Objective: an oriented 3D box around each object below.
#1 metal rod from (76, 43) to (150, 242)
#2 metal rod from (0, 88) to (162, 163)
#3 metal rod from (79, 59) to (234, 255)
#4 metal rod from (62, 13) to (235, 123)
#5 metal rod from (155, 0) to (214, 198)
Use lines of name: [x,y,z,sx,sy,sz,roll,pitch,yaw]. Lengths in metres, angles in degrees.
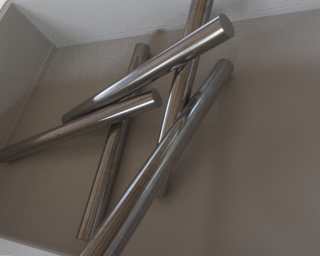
metal rod: [-0.058,0.003,0.434,0.025,0.025,0.300,-1,61,27]
metal rod: [-0.132,0.004,0.450,0.300,0.025,0.025,-18,54,26]
metal rod: [0.019,0.009,0.313,0.025,0.025,0.301,5,40,31]
metal rod: [-0.040,-0.055,0.393,0.299,0.025,0.025,-22,50,41]
metal rod: [0.030,-0.067,0.361,0.025,0.025,0.298,14,91,34]
